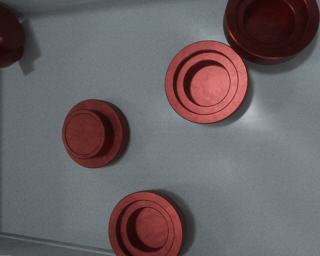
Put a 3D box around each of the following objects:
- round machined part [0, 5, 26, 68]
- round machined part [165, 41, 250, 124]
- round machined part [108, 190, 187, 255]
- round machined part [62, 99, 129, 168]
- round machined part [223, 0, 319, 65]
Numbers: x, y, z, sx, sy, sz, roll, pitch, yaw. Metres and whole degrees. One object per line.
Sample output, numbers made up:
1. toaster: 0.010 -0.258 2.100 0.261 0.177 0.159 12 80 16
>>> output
1. round machined part: -0.239 -0.142 0.454 0.042 0.098 0.098 -24 82 18
2. round machined part: 0.059 -0.053 0.380 0.098 0.042 0.097 0 90 19
3. round machined part: -0.013 0.130 0.401 0.098 0.042 0.097 -2 82 17
4. round machined part: -0.097 0.008 0.434 0.098 0.042 0.097 0 90 19
5. round machined part: 0.120 -0.117 0.349 0.099 0.042 0.097 0 81 3
